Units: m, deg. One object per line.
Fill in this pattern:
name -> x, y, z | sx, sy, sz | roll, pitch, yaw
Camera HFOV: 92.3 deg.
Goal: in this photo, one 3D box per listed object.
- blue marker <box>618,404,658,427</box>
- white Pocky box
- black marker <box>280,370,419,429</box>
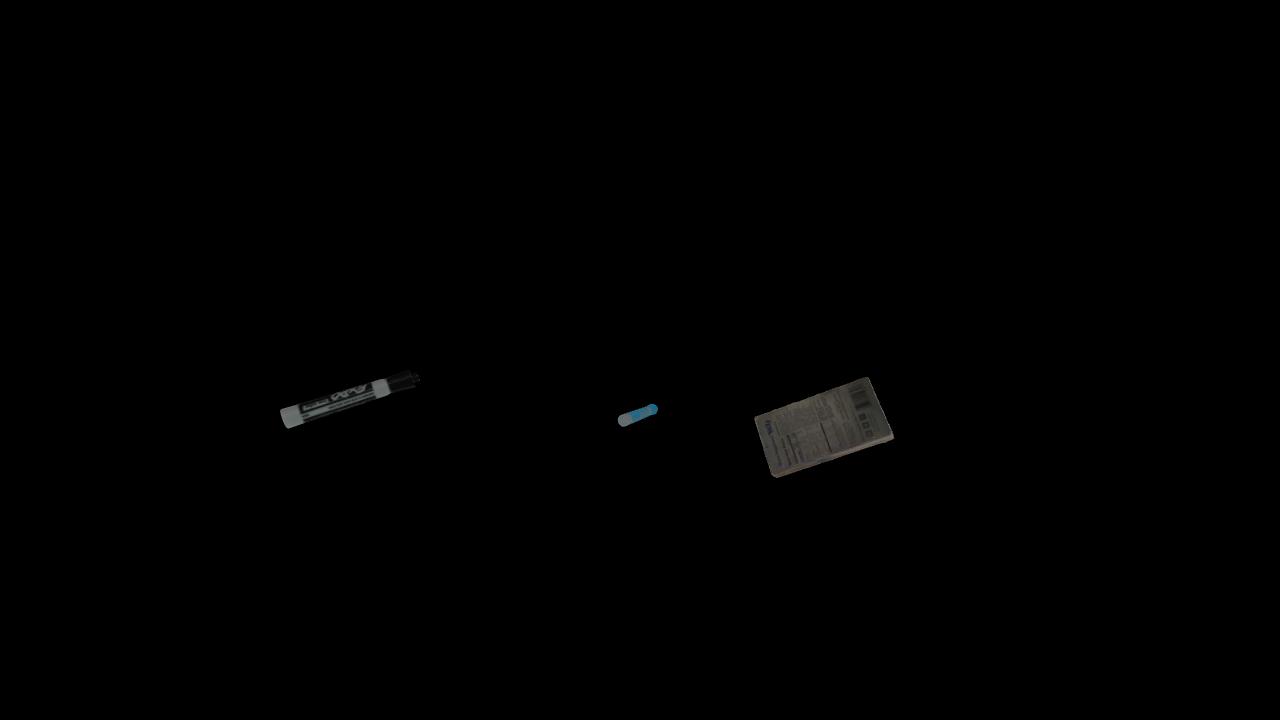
blue marker -> -0.001, 0.087, 0.985 | 0.020, 0.020, 0.121 | 0, 5, 25
white Pocky box -> 0.229, 0.086, 0.779 | 0.154, 0.084, 0.028 | -23, -30, 19
black marker -> -0.270, 0.035, 0.579 | 0.121, 0.020, 0.020 | -20, 8, -22
